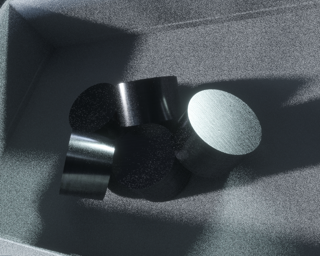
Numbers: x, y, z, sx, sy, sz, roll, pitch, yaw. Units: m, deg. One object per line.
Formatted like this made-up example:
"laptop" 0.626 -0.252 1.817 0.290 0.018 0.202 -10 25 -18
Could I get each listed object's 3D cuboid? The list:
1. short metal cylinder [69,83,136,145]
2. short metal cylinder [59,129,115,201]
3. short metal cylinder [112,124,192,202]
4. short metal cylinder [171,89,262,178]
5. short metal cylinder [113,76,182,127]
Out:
"short metal cylinder" -0.079 -0.016 0.436 0.080 0.050 0.080 -13 56 20
"short metal cylinder" -0.089 0.045 0.377 0.050 0.080 0.080 11 59 -14
"short metal cylinder" -0.009 0.041 0.366 0.080 0.050 0.080 -13 56 20
"short metal cylinder" 0.058 0.006 0.327 0.081 0.050 0.080 11 52 -14
"short metal cylinder" -0.015 -0.033 0.385 0.080 0.080 0.050 -8 94 24
